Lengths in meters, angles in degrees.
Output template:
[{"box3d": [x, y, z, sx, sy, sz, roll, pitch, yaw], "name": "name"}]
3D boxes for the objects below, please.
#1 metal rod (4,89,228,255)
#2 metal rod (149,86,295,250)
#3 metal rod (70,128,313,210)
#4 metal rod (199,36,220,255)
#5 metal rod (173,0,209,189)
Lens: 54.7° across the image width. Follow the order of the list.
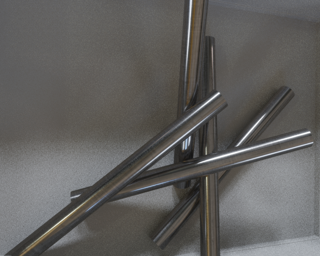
[{"box3d": [-0.049, 0.059, 0.350, 0.300, 0.025, 0.025, -38, 103, -1], "name": "metal rod"}, {"box3d": [0.096, 0.048, 0.445, 0.301, 0.025, 0.025, -46, 104, -14], "name": "metal rod"}, {"box3d": [0.042, 0.050, 0.384, 0.302, 0.025, 0.025, -15, 96, -4], "name": "metal rod"}, {"box3d": [0.065, 0.024, 0.414, 0.025, 0.025, 0.298, 3, 82, -20], "name": "metal rod"}, {"box3d": [0.035, -0.058, 0.358, 0.025, 0.025, 0.298, -8, 118, -20], "name": "metal rod"}]
